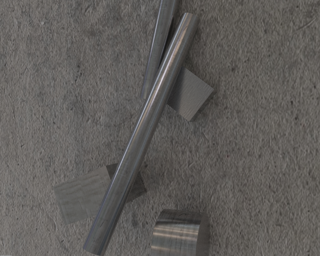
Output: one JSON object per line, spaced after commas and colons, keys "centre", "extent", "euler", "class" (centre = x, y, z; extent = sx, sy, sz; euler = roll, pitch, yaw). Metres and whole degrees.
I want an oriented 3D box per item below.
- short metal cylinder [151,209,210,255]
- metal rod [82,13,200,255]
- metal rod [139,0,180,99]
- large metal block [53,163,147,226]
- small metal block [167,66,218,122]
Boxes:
{"centre": [0.027, 0.140, 0.370], "extent": [0.050, 0.080, 0.080], "euler": [1, 91, 20], "class": "short metal cylinder"}
{"centre": [-0.016, -0.004, 0.362], "extent": [0.025, 0.025, 0.299], "euler": [18, 76, 19], "class": "metal rod"}
{"centre": [0.016, -0.183, 0.403], "extent": [0.025, 0.025, 0.298], "euler": [14, 95, 19], "class": "metal rod"}
{"centre": [-0.076, 0.081, 0.406], "extent": [0.080, 0.080, 0.050], "euler": [-23, 83, 18], "class": "large metal block"}
{"centre": [0.036, -0.043, 0.396], "extent": [0.050, 0.025, 0.050], "euler": [40, 102, 15], "class": "small metal block"}
